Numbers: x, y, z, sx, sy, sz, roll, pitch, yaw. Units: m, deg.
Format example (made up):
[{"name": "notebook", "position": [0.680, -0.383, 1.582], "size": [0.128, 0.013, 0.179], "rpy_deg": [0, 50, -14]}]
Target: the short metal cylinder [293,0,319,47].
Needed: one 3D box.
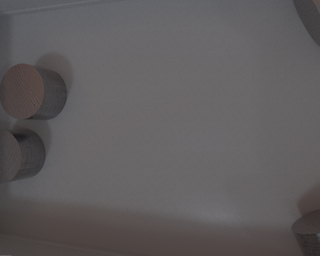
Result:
[{"name": "short metal cylinder", "position": [0.178, -0.129, 0.318], "size": [0.050, 0.080, 0.080], "rpy_deg": [-28, 81, 18]}]

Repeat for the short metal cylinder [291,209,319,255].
[{"name": "short metal cylinder", "position": [0.185, 0.115, 0.316], "size": [0.080, 0.080, 0.050], "rpy_deg": [-25, 82, 18]}]

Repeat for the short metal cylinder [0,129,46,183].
[{"name": "short metal cylinder", "position": [-0.227, 0.041, 0.477], "size": [0.080, 0.050, 0.080], "rpy_deg": [0, 90, 20]}]

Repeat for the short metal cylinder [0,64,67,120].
[{"name": "short metal cylinder", "position": [-0.189, -0.052, 0.464], "size": [0.080, 0.050, 0.080], "rpy_deg": [0, 90, 20]}]
